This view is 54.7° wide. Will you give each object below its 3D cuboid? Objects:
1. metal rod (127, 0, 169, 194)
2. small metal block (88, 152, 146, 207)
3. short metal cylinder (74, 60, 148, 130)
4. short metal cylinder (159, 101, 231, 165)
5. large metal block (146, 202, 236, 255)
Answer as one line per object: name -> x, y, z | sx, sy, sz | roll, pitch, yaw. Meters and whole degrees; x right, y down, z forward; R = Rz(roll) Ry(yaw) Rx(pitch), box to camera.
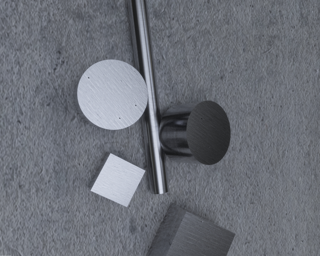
metal rod -> -0.018, -0.064, 0.403 | 0.025, 0.025, 0.298 | -8, 93, -20
small metal block -> -0.055, 0.064, 0.390 | 0.050, 0.025, 0.050 | 30, 80, -18
short metal cylinder -> -0.061, -0.038, 0.374 | 0.081, 0.050, 0.079 | 0, 90, -20
short metal cylinder -> 0.046, 0.006, 0.402 | 0.081, 0.050, 0.080 | 2, 87, -39
large metal block -> 0.040, 0.156, 0.412 | 0.080, 0.050, 0.080 | 29, 80, -18
